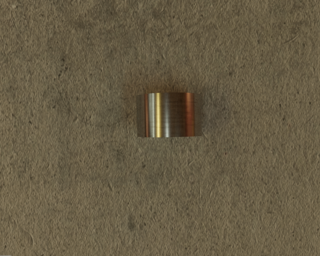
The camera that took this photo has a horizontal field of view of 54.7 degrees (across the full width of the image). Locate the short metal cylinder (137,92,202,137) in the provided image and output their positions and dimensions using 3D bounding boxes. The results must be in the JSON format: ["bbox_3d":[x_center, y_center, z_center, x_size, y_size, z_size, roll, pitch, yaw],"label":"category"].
[{"bbox_3d":[0.011,-0.015,0.384,0.081,0.080,0.050,-1,90,-1],"label":"short metal cylinder"}]
